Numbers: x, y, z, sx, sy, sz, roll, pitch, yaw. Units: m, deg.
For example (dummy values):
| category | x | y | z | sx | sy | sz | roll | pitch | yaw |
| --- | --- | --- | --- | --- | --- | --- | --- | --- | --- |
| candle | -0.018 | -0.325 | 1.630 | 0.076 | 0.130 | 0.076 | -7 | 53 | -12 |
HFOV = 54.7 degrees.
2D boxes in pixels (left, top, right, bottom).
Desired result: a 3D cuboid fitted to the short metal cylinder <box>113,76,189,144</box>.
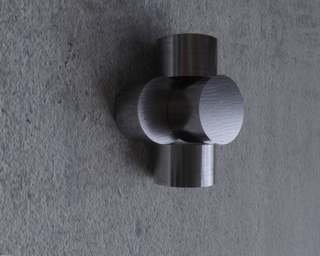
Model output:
| category | x | y | z | sx | sy | sz | roll | pitch | yaw |
| --- | --- | --- | --- | --- | --- | --- | --- | --- | --- |
| short metal cylinder | -0.010 | -0.021 | 0.383 | 0.081 | 0.050 | 0.079 | 0 | 90 | -40 |

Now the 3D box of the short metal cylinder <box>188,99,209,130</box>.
| category | x | y | z | sx | sy | sz | roll | pitch | yaw |
| --- | --- | --- | --- | --- | --- | --- | --- | --- | --- |
| short metal cylinder | 0.052 | -0.022 | 0.435 | 0.081 | 0.050 | 0.079 | 0 | 90 | -40 |

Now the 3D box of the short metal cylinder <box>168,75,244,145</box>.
| category | x | y | z | sx | sy | sz | roll | pitch | yaw |
| --- | --- | --- | --- | --- | --- | --- | --- | --- | --- |
| short metal cylinder | 0.056 | -0.021 | 0.373 | 0.081 | 0.050 | 0.079 | 0 | 90 | -40 |

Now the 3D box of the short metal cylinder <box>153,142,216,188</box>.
| category | x | y | z | sx | sy | sz | roll | pitch | yaw |
| --- | --- | --- | --- | --- | --- | --- | --- | --- | --- |
| short metal cylinder | 0.032 | 0.044 | 0.400 | 0.081 | 0.080 | 0.050 | 0 | 90 | -40 |

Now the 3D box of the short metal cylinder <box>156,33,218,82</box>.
| category | x | y | z | sx | sy | sz | roll | pitch | yaw |
| --- | --- | --- | --- | --- | --- | --- | --- | --- | --- |
| short metal cylinder | 0.035 | -0.086 | 0.402 | 0.081 | 0.080 | 0.050 | 0 | 91 | -40 |
